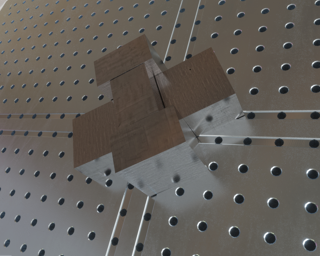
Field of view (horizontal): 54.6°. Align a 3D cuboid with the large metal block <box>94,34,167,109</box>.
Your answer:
[{"bbox_3d":[-0.033,-0.070,0.433,0.080,0.080,0.050,-25,52,13],"label":"large metal block"}]

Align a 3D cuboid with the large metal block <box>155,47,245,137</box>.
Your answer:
[{"bbox_3d":[0.049,-0.042,0.392,0.080,0.050,0.080,-26,55,12],"label":"large metal block"}]

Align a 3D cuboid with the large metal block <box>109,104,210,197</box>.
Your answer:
[{"bbox_3d":[0.001,0.029,0.355,0.080,0.080,0.050,-25,53,12],"label":"large metal block"}]

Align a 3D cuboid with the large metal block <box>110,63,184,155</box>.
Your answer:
[{"bbox_3d":[-0.016,-0.020,0.394,0.050,0.080,0.080,-26,53,13],"label":"large metal block"}]

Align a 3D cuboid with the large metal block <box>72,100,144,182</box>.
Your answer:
[{"bbox_3d":[-0.069,0.016,0.421,0.080,0.050,0.080,-24,53,14],"label":"large metal block"}]
